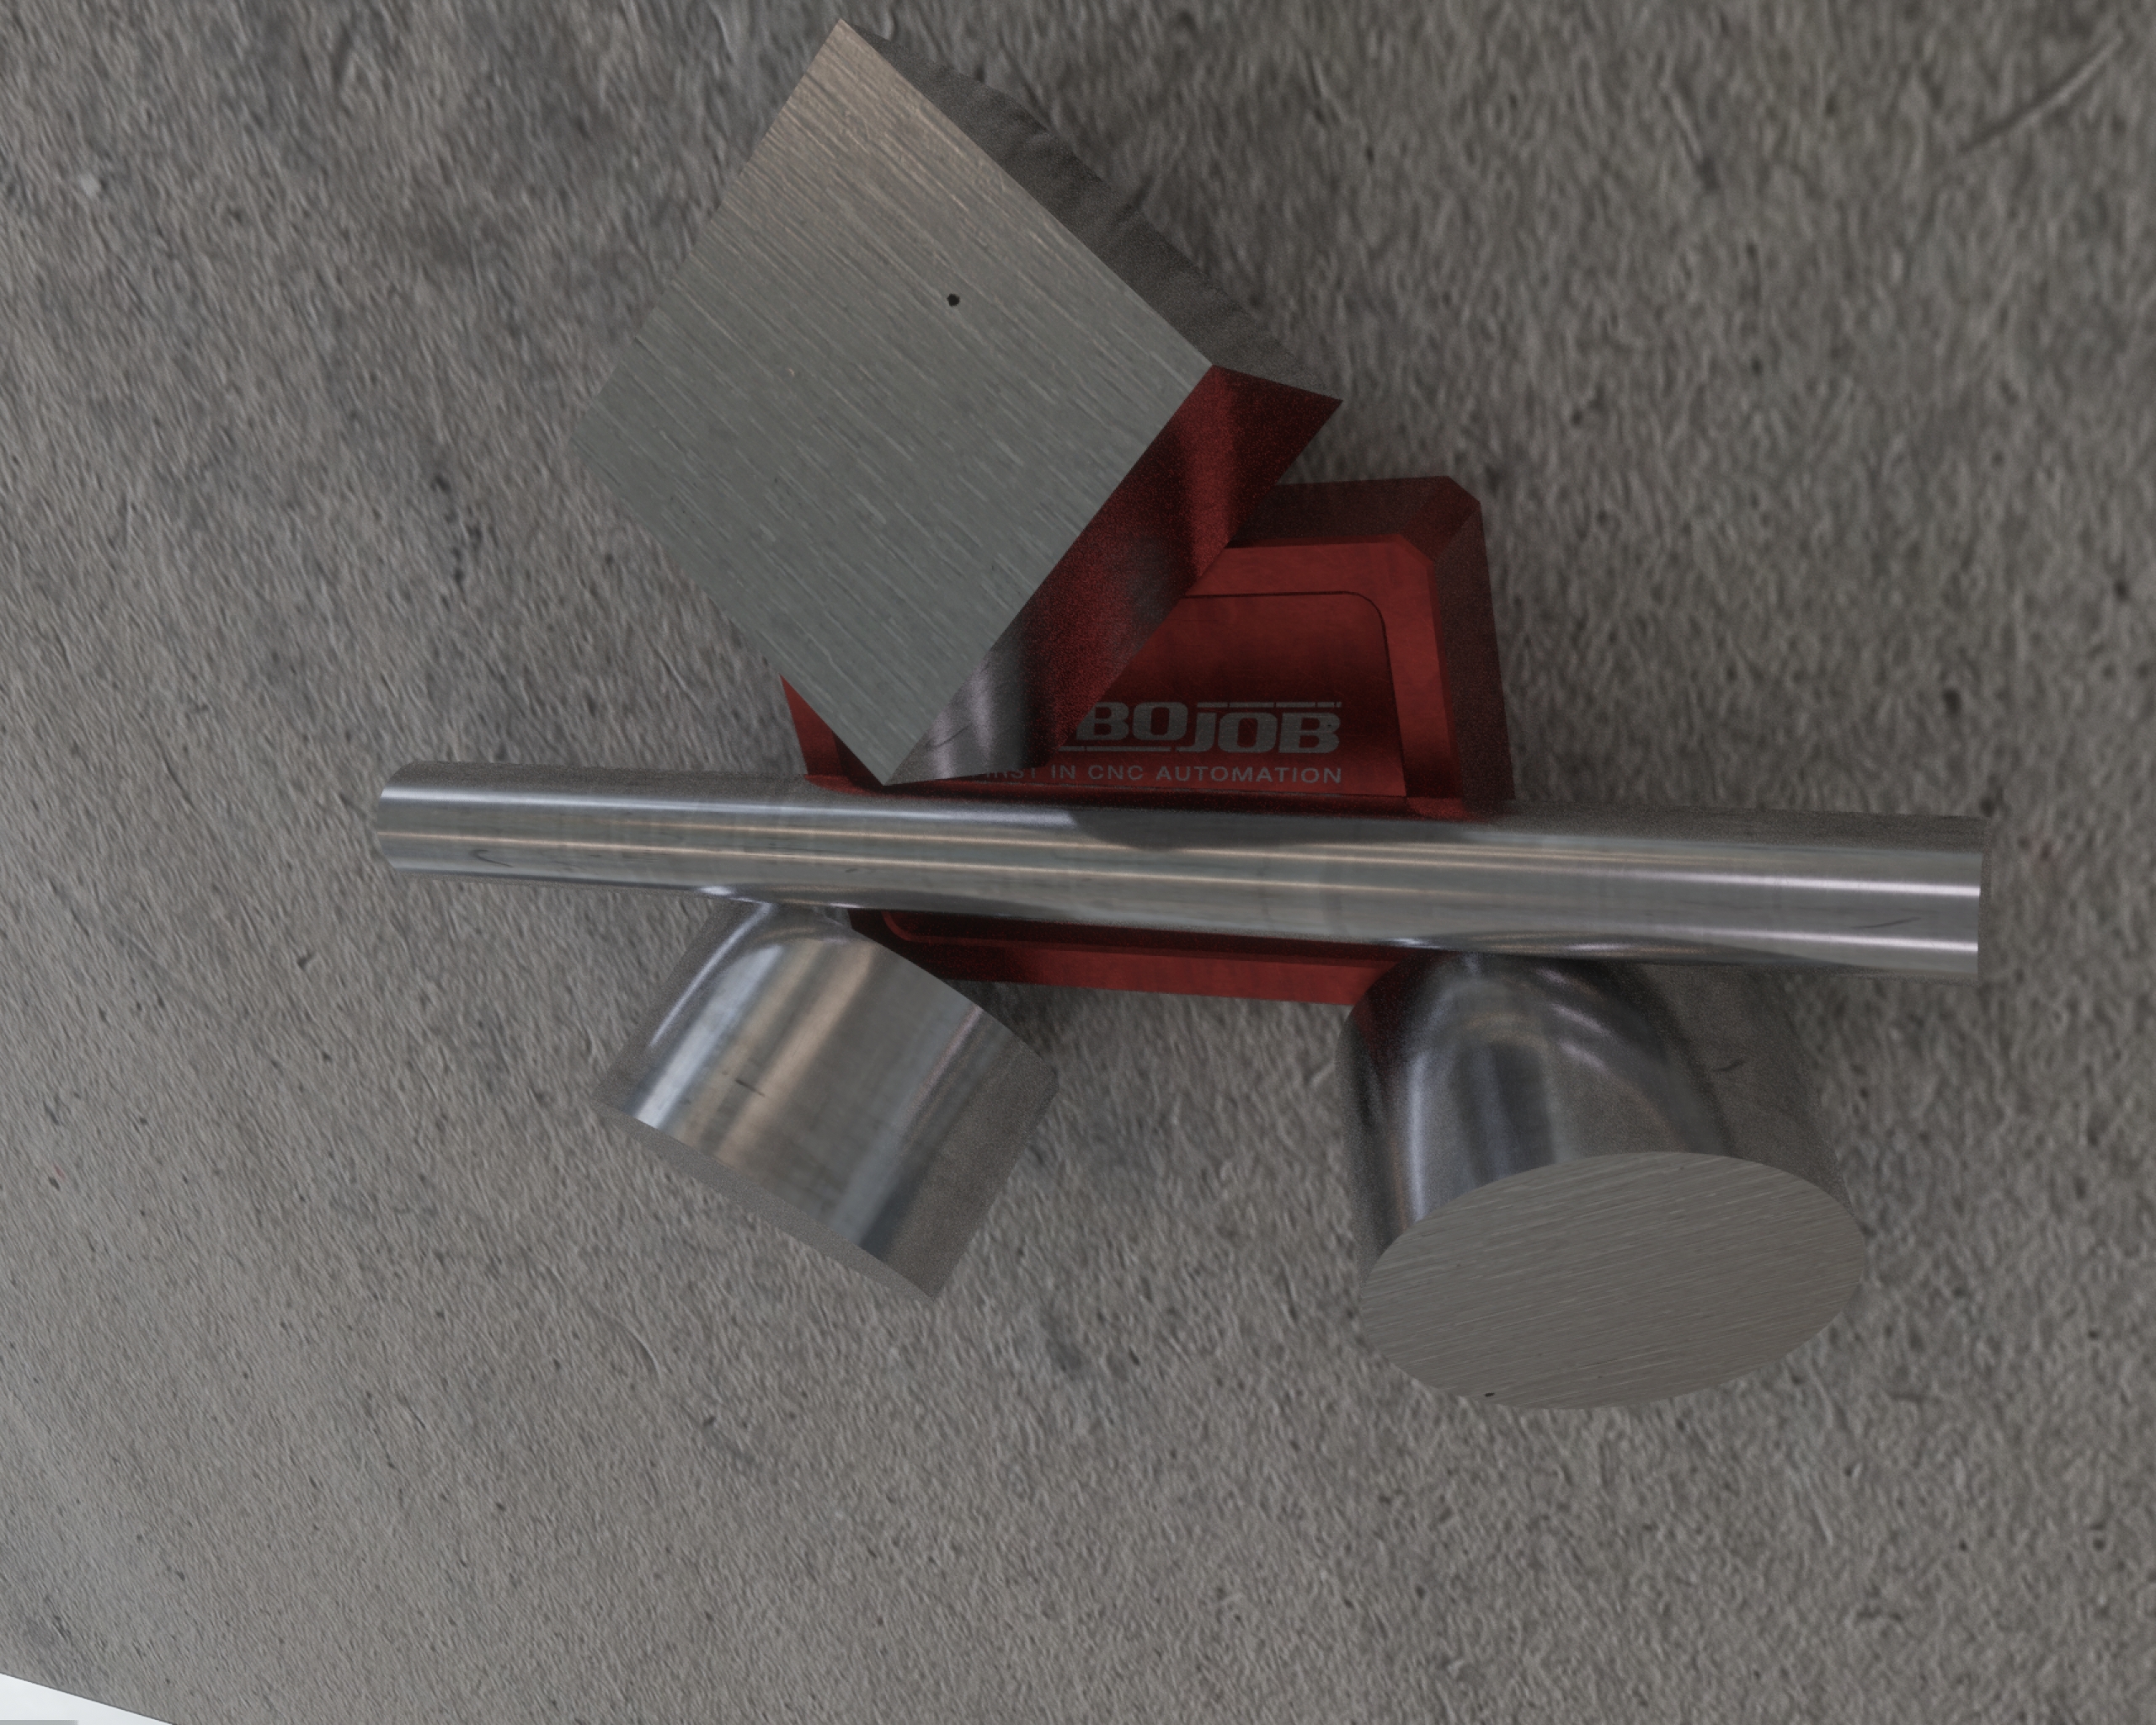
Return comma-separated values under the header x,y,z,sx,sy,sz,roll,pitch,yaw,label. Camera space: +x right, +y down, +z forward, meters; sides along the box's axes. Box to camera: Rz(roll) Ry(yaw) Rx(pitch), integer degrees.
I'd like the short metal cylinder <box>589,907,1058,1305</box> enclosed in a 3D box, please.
x,y,z,sx,sy,sz,roll,pitch,yaw,label
-0.051,0.048,0.425,0.080,0.050,0.080,28,163,9,short metal cylinder

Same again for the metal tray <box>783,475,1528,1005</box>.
x,y,z,sx,sy,sz,roll,pitch,yaw,label
0.012,-0.021,0.386,0.130,0.030,0.089,2,120,27,metal tray

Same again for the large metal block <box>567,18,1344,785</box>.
x,y,z,sx,sy,sz,roll,pitch,yaw,label
-0.020,-0.070,0.332,0.080,0.050,0.080,47,114,16,large metal block

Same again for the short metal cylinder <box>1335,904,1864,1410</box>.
x,y,z,sx,sy,sz,roll,pitch,yaw,label
0.087,0.052,0.357,0.081,0.050,0.080,-1,137,0,short metal cylinder

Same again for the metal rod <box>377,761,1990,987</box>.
x,y,z,sx,sy,sz,roll,pitch,yaw,label
-0.003,-0.002,0.370,0.300,0.025,0.025,3,120,26,metal rod
